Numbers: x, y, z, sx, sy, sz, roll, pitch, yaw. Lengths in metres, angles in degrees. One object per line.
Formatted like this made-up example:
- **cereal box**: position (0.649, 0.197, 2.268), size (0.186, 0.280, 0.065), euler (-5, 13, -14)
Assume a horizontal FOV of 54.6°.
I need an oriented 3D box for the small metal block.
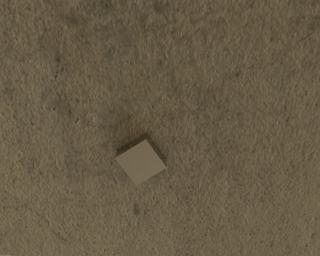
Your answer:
- **small metal block**: position (-0.025, 0.042, 0.425), size (0.050, 0.025, 0.050), euler (-32, 107, 11)
